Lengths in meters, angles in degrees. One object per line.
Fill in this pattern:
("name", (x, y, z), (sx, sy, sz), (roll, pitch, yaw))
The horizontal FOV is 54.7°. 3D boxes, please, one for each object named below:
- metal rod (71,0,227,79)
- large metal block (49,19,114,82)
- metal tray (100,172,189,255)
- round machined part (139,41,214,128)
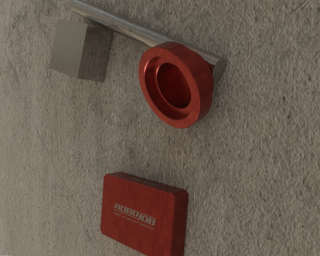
("metal rod", (-0.036, -0.136, 0.434), (0.300, 0.025, 0.025), (34, 111, 34))
("large metal block", (-0.126, -0.123, 0.492), (0.080, 0.050, 0.079), (23, 104, 37))
("metal tray", (-0.026, 0.117, 0.423), (0.130, 0.030, 0.089), (7, 95, 39))
("round machined part", (0.023, -0.052, 0.358), (0.098, 0.042, 0.097), (34, 140, 34))
